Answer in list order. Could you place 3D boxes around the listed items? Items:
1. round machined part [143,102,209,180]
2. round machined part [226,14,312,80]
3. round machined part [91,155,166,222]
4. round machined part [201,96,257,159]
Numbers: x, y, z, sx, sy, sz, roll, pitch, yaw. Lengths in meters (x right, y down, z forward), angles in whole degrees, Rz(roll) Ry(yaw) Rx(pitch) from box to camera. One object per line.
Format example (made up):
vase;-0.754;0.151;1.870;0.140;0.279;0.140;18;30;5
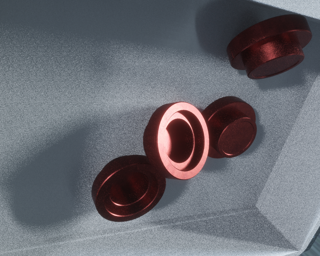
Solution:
round machined part;0.017;0.017;0.399;0.099;0.042;0.097;5;83;-44
round machined part;0.136;-0.093;0.381;0.099;0.042;0.098;-13;168;-3
round machined part;-0.045;0.077;0.422;0.099;0.042;0.097;-14;125;-21
round machined part;0.103;0.005;0.460;0.099;0.042;0.097;-14;125;-21
